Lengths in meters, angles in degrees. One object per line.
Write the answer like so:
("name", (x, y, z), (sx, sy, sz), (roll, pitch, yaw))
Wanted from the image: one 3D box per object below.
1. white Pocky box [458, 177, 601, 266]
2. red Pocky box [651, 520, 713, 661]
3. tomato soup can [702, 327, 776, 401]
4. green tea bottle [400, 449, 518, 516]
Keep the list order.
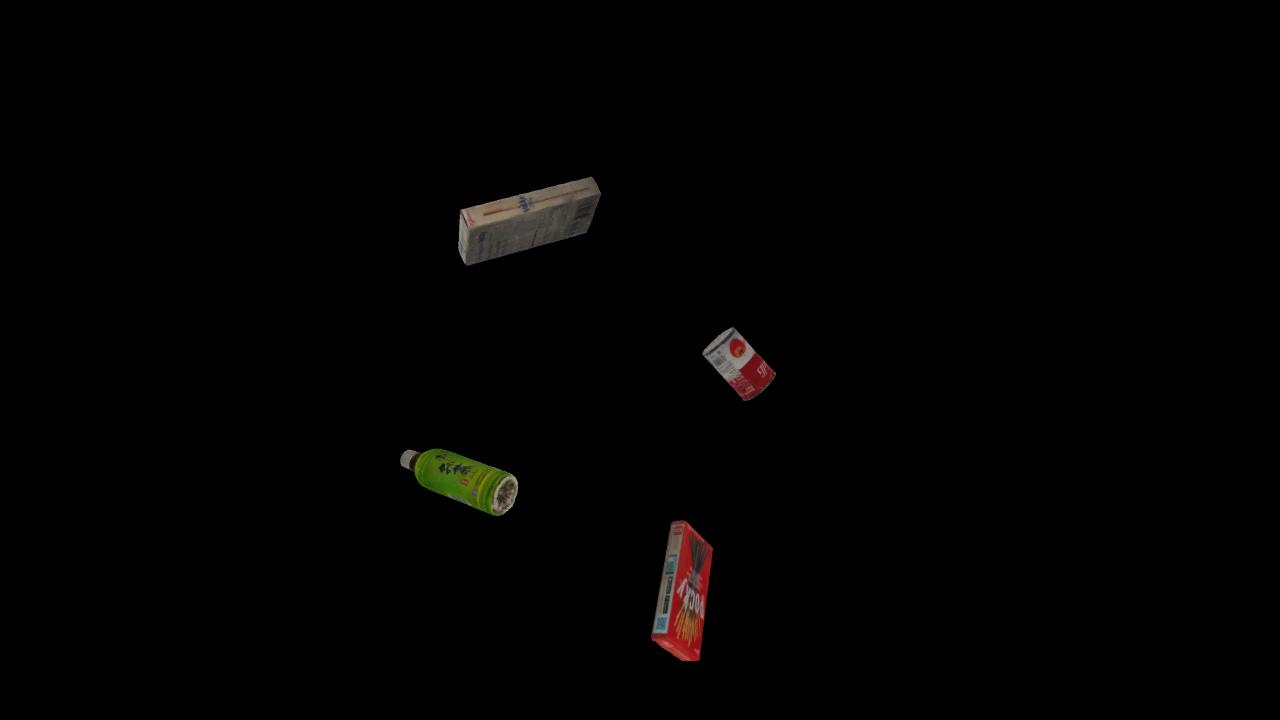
("white Pocky box", (-0.123, -0.153, 0.682), (0.154, 0.028, 0.084), (-21, -11, -23))
("red Pocky box", (0.058, 0.298, 0.799), (0.028, 0.155, 0.083), (-14, -47, 30))
("tomato soup can", (0.155, 0.006, 0.969), (0.068, 0.101, 0.068), (-43, 4, 4))
("green tea bottle", (-0.301, 0.189, 0.997), (0.212, 0.073, 0.073), (12, 5, 22))
